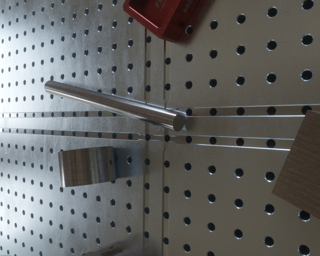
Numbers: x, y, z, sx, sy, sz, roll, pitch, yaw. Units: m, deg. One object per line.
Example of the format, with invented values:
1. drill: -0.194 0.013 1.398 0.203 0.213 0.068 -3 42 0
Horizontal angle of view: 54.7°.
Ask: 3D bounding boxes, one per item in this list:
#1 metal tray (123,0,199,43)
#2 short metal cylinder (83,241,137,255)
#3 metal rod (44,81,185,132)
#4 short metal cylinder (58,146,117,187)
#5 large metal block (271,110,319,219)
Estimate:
1. metal tray: 0.014 -0.188 0.392 0.090 0.030 0.129 45 117 30
2. short metal cylinder: -0.073 0.213 0.451 0.080 0.050 0.079 0 90 39
3. metal rod: -0.089 -0.042 0.480 0.300 0.025 0.025 17 101 38
4. short metal cylinder: -0.107 0.057 0.459 0.080 0.081 0.050 -11 83 39
5. large metal block: 0.156 0.037 0.264 0.080 0.050 0.079 28 107 36
